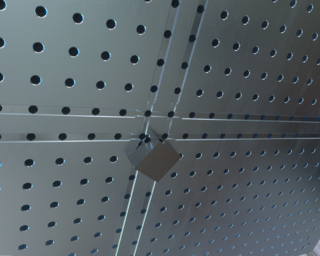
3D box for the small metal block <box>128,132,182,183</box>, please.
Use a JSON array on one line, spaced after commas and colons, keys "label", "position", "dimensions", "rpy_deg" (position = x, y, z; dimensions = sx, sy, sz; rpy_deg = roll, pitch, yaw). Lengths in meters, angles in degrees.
[{"label": "small metal block", "position": [-0.007, 0.041, 0.432], "dimensions": [0.050, 0.025, 0.050], "rpy_deg": [-48, 129, 5]}]
